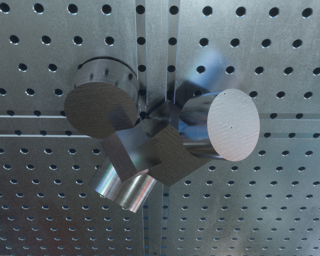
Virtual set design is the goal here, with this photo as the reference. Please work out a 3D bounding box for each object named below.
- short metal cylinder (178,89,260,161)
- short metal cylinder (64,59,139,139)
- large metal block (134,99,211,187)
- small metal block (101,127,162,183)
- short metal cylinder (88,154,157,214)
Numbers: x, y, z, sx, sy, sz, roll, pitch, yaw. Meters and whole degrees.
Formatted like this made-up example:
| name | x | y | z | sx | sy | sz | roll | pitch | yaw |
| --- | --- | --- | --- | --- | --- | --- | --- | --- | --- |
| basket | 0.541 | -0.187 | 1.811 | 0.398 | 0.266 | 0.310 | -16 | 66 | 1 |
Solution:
| name | x | y | z | sx | sy | sz | roll | pitch | yaw |
| --- | --- | --- | --- | --- | --- | --- | --- | --- | --- |
| short metal cylinder | 0.069 | -0.003 | 0.360 | 0.080 | 0.080 | 0.050 | 36 | 160 | -26 |
| short metal cylinder | -0.065 | -0.033 | 0.362 | 0.081 | 0.050 | 0.079 | 0 | 130 | 0 |
| large metal block | 0.011 | 0.023 | 0.407 | 0.080 | 0.050 | 0.080 | 37 | 121 | -27 |
| small metal block | -0.031 | 0.028 | 0.349 | 0.025 | 0.050 | 0.050 | -36 | 78 | 28 |
| short metal cylinder | -0.051 | 0.076 | 0.427 | 0.080 | 0.050 | 0.080 | 29 | 168 | 7 |
